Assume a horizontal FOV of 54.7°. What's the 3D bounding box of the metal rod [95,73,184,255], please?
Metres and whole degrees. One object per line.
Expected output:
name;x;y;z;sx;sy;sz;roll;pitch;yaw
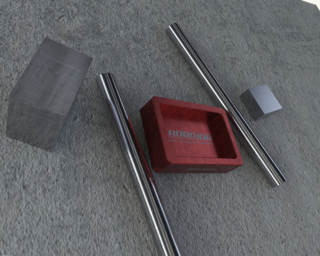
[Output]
metal rod;-0.018;0.065;0.355;0.025;0.025;0.299;-10;67;-33

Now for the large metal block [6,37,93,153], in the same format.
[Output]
large metal block;-0.117;-0.032;0.326;0.050;0.080;0.080;23;53;-15

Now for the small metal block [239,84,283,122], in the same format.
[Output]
small metal block;0.171;-0.043;0.525;0.050;0.025;0.050;-16;70;-35

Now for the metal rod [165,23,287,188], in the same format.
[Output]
metal rod;0.097;-0.043;0.484;0.025;0.025;0.299;-22;74;-36

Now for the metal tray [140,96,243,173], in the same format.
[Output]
metal tray;0.043;0.012;0.404;0.131;0.030;0.090;6;58;-36
